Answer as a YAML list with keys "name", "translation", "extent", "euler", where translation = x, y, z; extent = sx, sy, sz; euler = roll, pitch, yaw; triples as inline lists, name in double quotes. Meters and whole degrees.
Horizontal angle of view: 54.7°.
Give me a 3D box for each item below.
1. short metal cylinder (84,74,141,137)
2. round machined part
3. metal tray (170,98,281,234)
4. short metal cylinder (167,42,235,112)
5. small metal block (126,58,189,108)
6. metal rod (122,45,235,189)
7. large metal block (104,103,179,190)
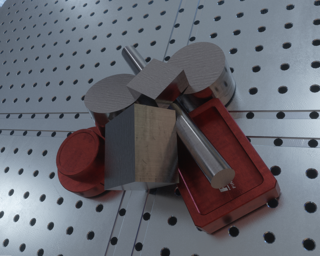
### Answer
- name: "short metal cylinder"
  translation: [-0.055, -0.029, 0.420]
  extent: [0.080, 0.050, 0.080]
  euler: [-8, 44, 9]
- name: "round machined part"
  translation: [-0.100, 0.040, 0.420]
  extent: [0.098, 0.042, 0.098]
  euler: [-13, 56, 21]
- name: "metal tray"
  translation: [0.058, 0.037, 0.347]
  extent: [0.090, 0.030, 0.130]
  euler: [-31, 52, 7]
- name: "short metal cylinder"
  translation: [0.051, -0.063, 0.400]
  extent: [0.080, 0.050, 0.080]
  euler: [-13, 56, 21]
- name: "small metal block"
  translation: [-0.003, -0.051, 0.368]
  extent: [0.050, 0.025, 0.050]
  euler: [30, 70, 38]
- name: "metal rod"
  translation: [0.004, -0.038, 0.393]
  extent: [0.025, 0.025, 0.300]
  euler: [-37, 42, 4]
- name: "large metal block"
  translation: [-0.024, 0.026, 0.350]
  extent: [0.080, 0.050, 0.080]
  euler: [-27, 60, 55]
